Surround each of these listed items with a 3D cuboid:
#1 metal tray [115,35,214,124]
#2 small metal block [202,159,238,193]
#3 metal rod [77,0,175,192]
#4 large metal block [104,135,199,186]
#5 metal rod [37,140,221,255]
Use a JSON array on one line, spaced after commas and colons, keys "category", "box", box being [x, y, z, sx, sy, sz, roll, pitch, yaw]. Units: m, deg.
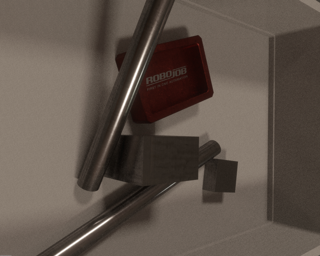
[{"category": "metal tray", "box": [0.012, -0.068, 0.415, 0.131, 0.030, 0.089, -25, 106, -38]}, {"category": "small metal block", "box": [0.096, 0.075, 0.490, 0.050, 0.025, 0.050, 11, 83, -40]}, {"category": "metal rod", "box": [-0.022, -0.069, 0.307, 0.025, 0.025, 0.298, 11, 109, -40]}, {"category": "large metal block", "box": [-0.012, 0.034, 0.363, 0.081, 0.080, 0.050, 2, 89, -40]}, {"category": "metal rod", "box": [-0.023, 0.088, 0.389, 0.302, 0.025, 0.025, -28, 108, -37]}]
